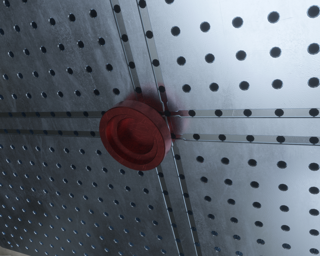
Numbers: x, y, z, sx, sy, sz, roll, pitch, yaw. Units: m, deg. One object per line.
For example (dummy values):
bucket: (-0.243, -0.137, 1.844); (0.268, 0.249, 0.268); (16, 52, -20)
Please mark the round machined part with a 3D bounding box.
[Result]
round machined part: (-0.029, 0.006, 0.420); (0.098, 0.042, 0.097); (13, 124, 21)
